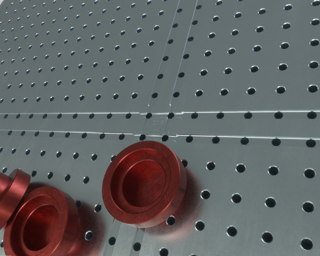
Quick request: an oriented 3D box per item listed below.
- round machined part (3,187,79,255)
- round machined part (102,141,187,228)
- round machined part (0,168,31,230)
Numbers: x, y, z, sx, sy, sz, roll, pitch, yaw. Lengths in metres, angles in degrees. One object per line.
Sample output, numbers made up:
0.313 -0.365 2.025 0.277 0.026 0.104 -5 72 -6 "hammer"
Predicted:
-0.144 0.128 0.392 0.098 0.042 0.098 -13 56 20 "round machined part"
-0.015 0.067 0.363 0.098 0.042 0.098 -13 56 20 "round machined part"
-0.226 0.098 0.427 0.098 0.042 0.098 -41 27 26 "round machined part"
